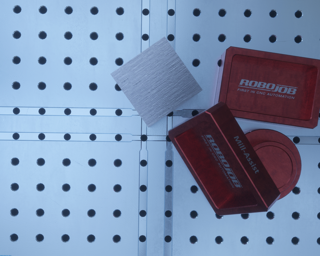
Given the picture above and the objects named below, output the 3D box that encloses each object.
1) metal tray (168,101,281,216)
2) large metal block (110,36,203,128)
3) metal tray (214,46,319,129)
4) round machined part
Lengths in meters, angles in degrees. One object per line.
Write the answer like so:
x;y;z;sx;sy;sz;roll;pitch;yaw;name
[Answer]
0.074;0.042;0.380;0.030;0.090;0.130;-32;90;-35;metal tray
-0.004;-0.056;0.401;0.080;0.050;0.080;-35;90;0;large metal block
0.144;-0.052;0.411;0.131;0.030;0.089;8;90;0;metal tray
0.137;0.050;0.406;0.099;0.042;0.097;0;90;0;round machined part
